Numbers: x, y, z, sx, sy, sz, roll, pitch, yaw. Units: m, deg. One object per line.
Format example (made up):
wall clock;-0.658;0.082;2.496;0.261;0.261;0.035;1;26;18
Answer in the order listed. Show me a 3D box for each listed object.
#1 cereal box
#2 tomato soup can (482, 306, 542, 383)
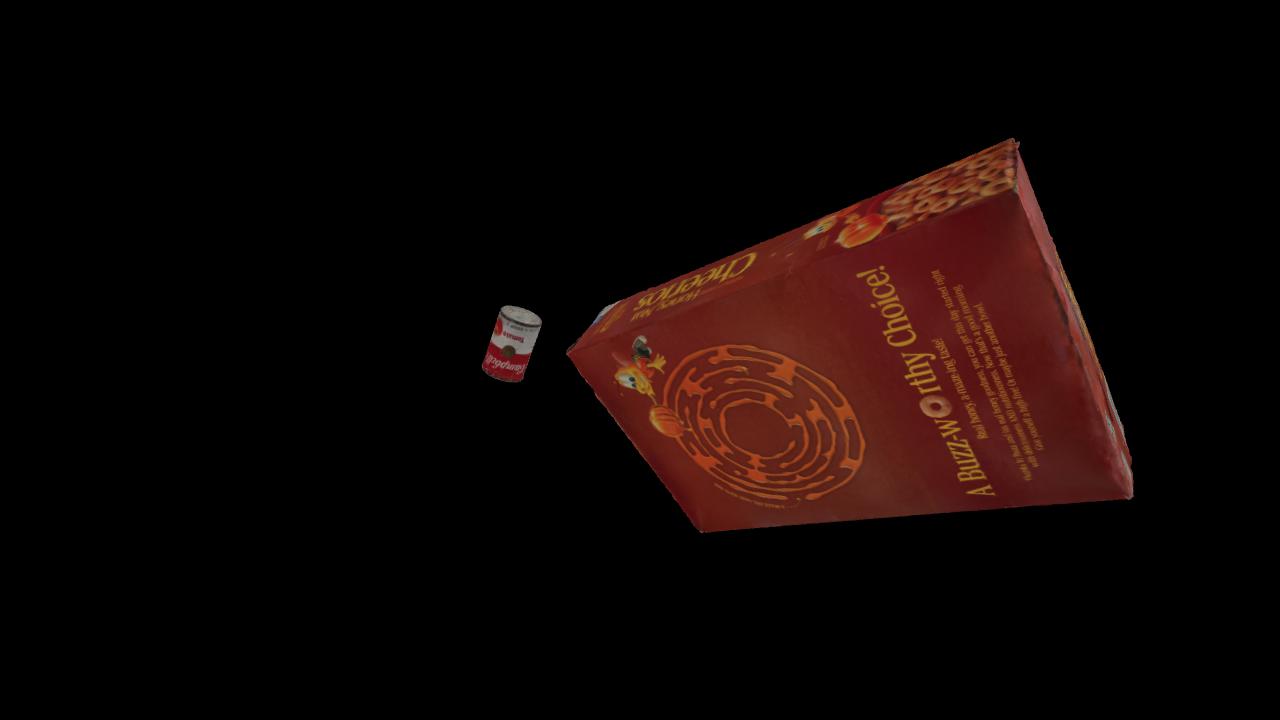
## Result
cereal box;0.120;0.016;0.420;0.306;0.203;0.081;-18;26;40
tomato soup can;-0.197;-0.025;0.951;0.068;0.101;0.068;21;18;-7
